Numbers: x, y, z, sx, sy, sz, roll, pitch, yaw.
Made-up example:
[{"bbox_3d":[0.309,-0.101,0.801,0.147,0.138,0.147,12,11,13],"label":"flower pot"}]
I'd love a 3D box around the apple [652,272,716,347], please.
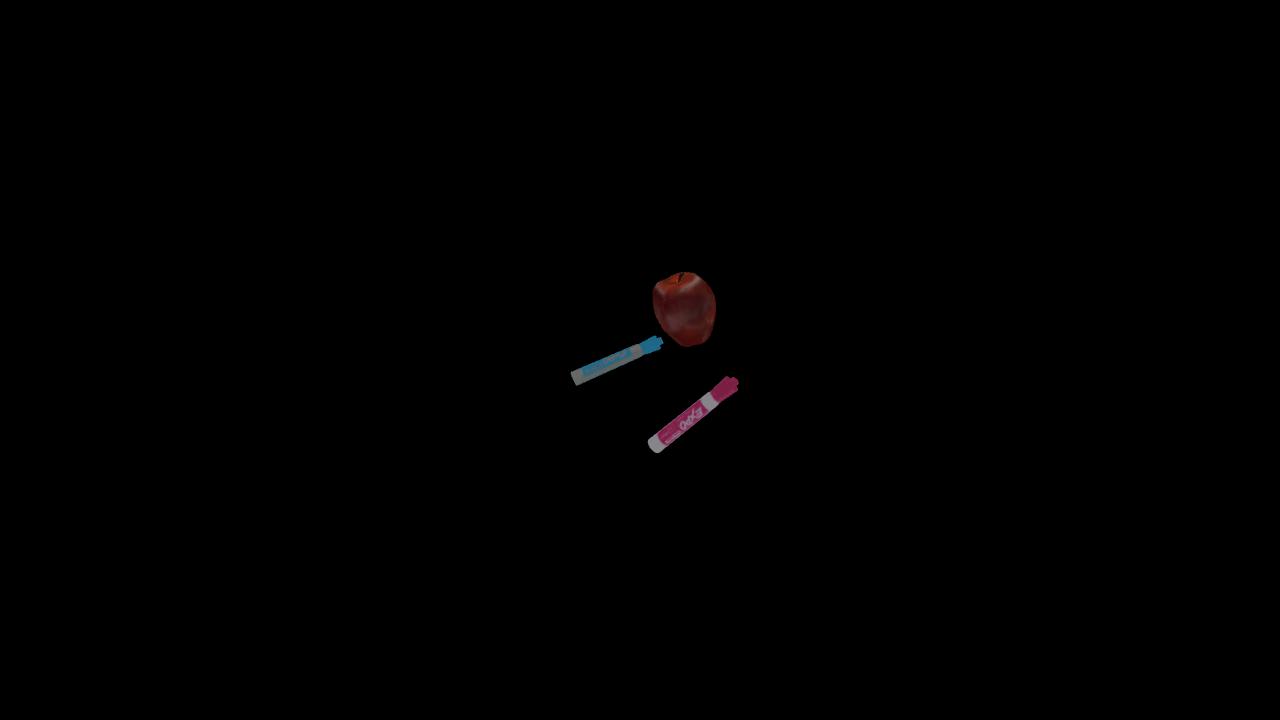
[{"bbox_3d":[0.056,-0.062,0.739,0.079,0.093,0.079,-12,29,7],"label":"apple"}]

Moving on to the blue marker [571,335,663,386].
[{"bbox_3d":[-0.027,0.000,0.765,0.121,0.020,0.020,-24,1,-1],"label":"blue marker"}]

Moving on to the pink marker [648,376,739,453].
[{"bbox_3d":[0.056,0.057,0.644,0.121,0.020,0.020,-42,-20,24],"label":"pink marker"}]
